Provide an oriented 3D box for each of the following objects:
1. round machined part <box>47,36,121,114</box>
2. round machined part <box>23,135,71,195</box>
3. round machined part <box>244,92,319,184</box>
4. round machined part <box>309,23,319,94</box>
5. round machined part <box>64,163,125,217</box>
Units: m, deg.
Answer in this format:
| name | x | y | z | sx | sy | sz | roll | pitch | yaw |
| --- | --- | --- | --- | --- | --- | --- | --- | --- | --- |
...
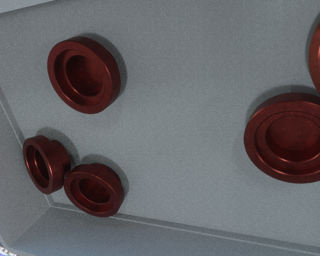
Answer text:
| name | x | y | z | sx | sy | sz | roll | pitch | yaw |
| --- | --- | --- | --- | --- | --- | --- | --- | --- | --- |
| round machined part | -0.093 | -0.071 | 0.403 | 0.098 | 0.042 | 0.097 | 13 | 124 | 21 |
| round machined part | -0.186 | 0.058 | 0.519 | 0.098 | 0.042 | 0.097 | 19 | 119 | 39 |
| round machined part | 0.143 | 0.007 | 0.327 | 0.098 | 0.042 | 0.097 | 13 | 124 | 21 |
| round machined part | 0.175 | -0.059 | 0.248 | 0.098 | 0.042 | 0.097 | 34 | 130 | 56 |
| round machined part | -0.103 | 0.096 | 0.507 | 0.098 | 0.042 | 0.097 | 10 | 126 | 15 |
